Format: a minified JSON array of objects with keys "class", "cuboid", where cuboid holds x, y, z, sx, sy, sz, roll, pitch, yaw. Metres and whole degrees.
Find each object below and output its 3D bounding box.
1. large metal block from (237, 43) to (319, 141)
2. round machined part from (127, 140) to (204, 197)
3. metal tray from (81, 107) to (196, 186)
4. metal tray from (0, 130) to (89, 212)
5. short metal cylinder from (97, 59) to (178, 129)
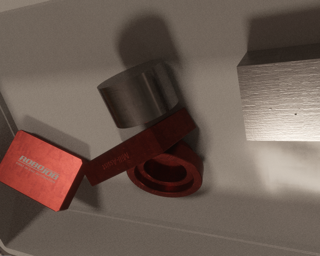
[{"class":"large metal block","cuboid":[0.126,-0.034,0.305,0.080,0.050,0.080,-1,118,28]},{"class":"round machined part","cuboid":[0.009,0.048,0.408,0.099,0.042,0.097,8,137,7]},{"class":"metal tray","cuboid":[-0.028,0.024,0.392,0.130,0.091,0.030,-29,92,37]},{"class":"metal tray","cuboid":[-0.195,0.069,0.512,0.130,0.030,0.090,24,83,13]},{"class":"short metal cylinder","cuboid":[-0.025,-0.041,0.360,0.080,0.080,0.050,-11,113,32]}]
